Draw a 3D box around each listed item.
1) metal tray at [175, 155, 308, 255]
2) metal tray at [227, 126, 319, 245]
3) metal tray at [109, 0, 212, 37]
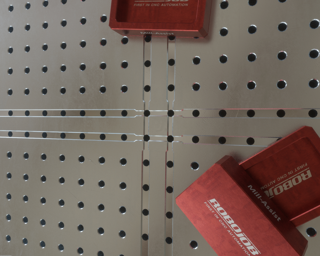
[{"bbox_3d":[0.089,0.108,0.361,0.130,0.030,0.090,50,127,13],"label":"metal tray"},{"bbox_3d":[0.139,0.067,0.360,0.130,0.030,0.090,-34,79,16],"label":"metal tray"},{"bbox_3d":[0.001,-0.170,0.409,0.130,0.030,0.090,8,93,19],"label":"metal tray"}]
